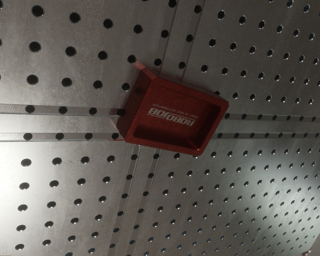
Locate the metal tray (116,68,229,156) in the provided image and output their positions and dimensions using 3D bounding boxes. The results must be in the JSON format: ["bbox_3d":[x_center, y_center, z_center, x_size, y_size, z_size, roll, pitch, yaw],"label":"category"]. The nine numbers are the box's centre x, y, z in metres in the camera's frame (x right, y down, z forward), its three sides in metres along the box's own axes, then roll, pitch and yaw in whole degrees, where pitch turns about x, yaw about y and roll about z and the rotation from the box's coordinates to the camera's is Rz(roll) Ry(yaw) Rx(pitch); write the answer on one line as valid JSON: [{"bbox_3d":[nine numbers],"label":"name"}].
[{"bbox_3d":[0.020,-0.016,0.410,0.131,0.030,0.089,14,111,-34],"label":"metal tray"}]
